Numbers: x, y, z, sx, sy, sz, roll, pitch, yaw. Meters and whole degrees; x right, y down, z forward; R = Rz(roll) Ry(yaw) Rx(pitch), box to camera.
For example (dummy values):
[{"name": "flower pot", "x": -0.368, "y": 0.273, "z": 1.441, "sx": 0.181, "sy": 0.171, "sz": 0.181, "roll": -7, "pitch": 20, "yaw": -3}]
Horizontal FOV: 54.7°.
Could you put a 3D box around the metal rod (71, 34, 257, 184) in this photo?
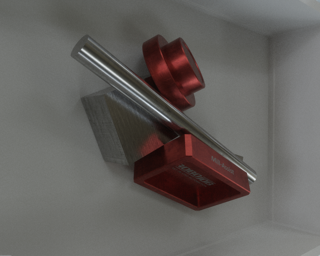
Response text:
[{"name": "metal rod", "x": 0.028, "y": -0.002, "z": 0.363, "sx": 0.301, "sy": 0.025, "sz": 0.025, "roll": 36, "pitch": 68, "yaw": -35}]

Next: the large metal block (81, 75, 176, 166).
[{"name": "large metal block", "x": -0.033, "y": -0.012, "z": 0.362, "sx": 0.081, "sy": 0.050, "sz": 0.080, "roll": -29, "pitch": 108, "yaw": -37}]

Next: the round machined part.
[{"name": "round machined part", "x": 0.022, "y": -0.071, "z": 0.380, "sx": 0.098, "sy": 0.042, "sz": 0.098, "roll": 54, "pitch": 20, "yaw": -30}]

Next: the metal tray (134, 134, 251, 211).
[{"name": "metal tray", "x": 0.042, "y": 0.063, "z": 0.396, "sx": 0.130, "sy": 0.090, "sz": 0.030, "roll": 33, "pitch": 42, "yaw": -36}]

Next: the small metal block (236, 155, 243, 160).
[{"name": "small metal block", "x": 0.095, "y": 0.064, "z": 0.470, "sx": 0.025, "sy": 0.050, "sz": 0.050, "roll": 19, "pitch": 78, "yaw": -39}]
